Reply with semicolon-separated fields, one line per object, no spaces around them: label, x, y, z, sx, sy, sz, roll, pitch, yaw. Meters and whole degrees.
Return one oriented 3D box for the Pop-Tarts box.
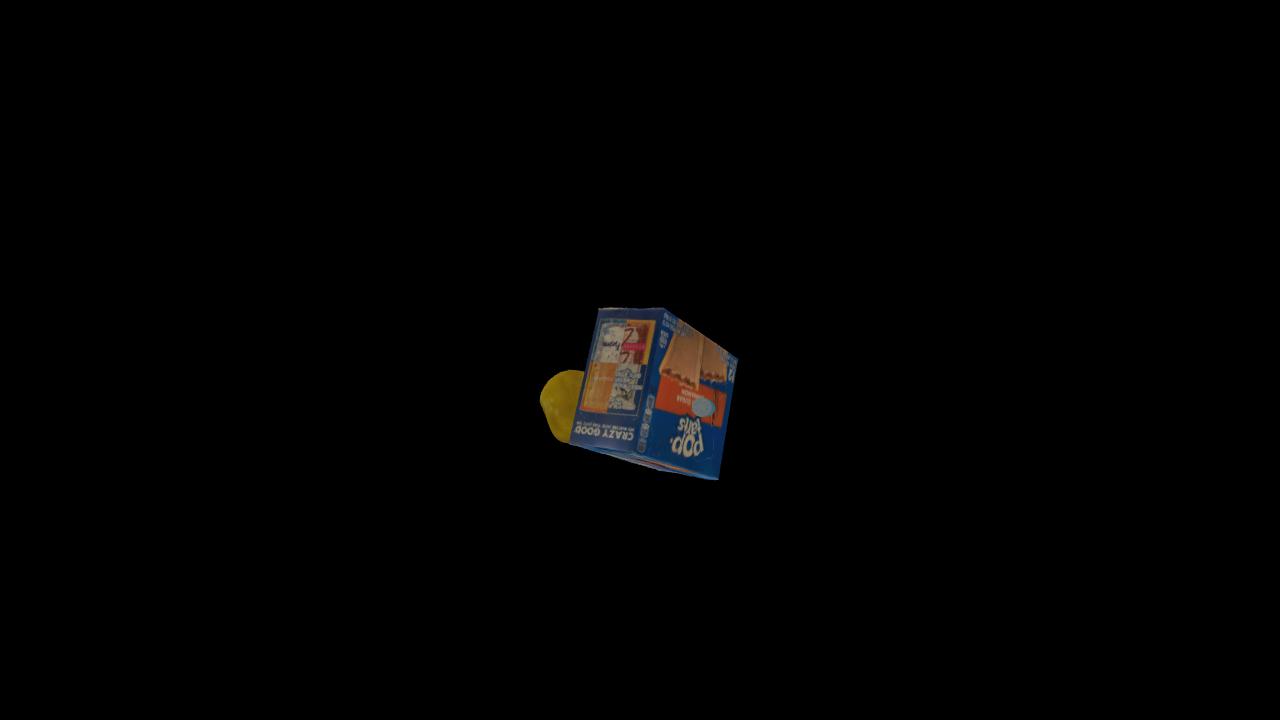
Pop-Tarts box;0.022;0.039;0.640;0.083;0.141;0.167;3;-16;36

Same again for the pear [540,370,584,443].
pear;-0.049;0.041;0.662;0.111;0.080;0.080;-22;4;-10

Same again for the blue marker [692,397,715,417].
blue marker;0.070;0.051;0.645;0.020;0.020;0.121;0;-5;10
